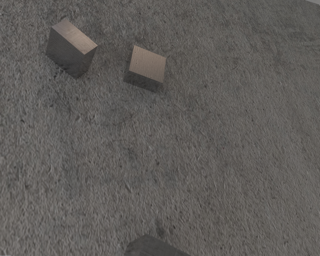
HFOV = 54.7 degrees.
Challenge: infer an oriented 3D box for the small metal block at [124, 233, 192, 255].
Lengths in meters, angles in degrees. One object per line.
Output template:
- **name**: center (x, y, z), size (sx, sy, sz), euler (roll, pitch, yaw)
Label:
- **small metal block**: center (-0.005, 0.131, 0.305), size (0.050, 0.050, 0.025), euler (30, 52, -9)

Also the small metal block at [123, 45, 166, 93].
- **small metal block**: center (-0.021, -0.084, 0.443), size (0.050, 0.025, 0.050), euler (18, 55, -18)

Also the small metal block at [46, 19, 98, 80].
- **small metal block**: center (-0.111, -0.097, 0.387), size (0.050, 0.050, 0.025), euler (40, 51, -1)
